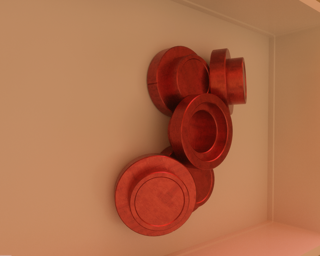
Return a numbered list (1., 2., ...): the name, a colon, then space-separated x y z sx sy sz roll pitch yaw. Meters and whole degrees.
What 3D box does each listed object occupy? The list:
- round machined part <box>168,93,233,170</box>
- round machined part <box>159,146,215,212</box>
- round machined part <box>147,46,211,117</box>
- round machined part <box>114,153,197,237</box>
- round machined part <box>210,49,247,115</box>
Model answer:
1. round machined part: 0.049 0.005 0.408 0.099 0.042 0.097 0 90 -40
2. round machined part: 0.038 0.072 0.427 0.099 0.042 0.097 0 90 -40
3. round machined part: 0.034 -0.063 0.423 0.099 0.042 0.097 0 90 -40
4. round machined part: -0.004 0.081 0.365 0.099 0.042 0.097 -1 94 -11
5. round machined part: 0.103 -0.068 0.455 0.098 0.042 0.097 -3 90 -71
